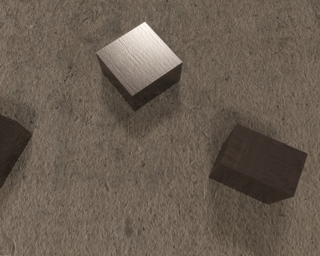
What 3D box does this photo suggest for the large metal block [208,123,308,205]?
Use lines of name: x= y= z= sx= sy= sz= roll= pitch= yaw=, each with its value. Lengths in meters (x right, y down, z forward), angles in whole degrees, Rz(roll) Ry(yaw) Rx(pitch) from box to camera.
large metal block: x=0.110 y=0.046 z=0.364 sx=0.080 sy=0.080 sz=0.050 roll=24 pitch=72 yaw=8

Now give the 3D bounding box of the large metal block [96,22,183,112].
large metal block: x=-0.028 y=-0.083 z=0.425 sx=0.080 sy=0.050 sz=0.080 roll=-36 pitch=74 yaw=-13

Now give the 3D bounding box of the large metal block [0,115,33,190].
large metal block: x=-0.223 y=0.020 z=0.385 sx=0.080 sy=0.050 sz=0.080 roll=21 pitch=71 yaw=7
